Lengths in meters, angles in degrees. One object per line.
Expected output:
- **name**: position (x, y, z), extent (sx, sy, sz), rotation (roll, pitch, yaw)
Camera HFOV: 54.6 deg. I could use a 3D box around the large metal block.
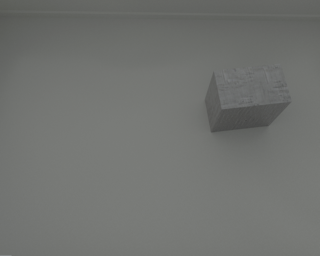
- **large metal block**: position (0.106, -0.035, 0.394), extent (0.080, 0.080, 0.050), rotation (-6, 70, -2)
